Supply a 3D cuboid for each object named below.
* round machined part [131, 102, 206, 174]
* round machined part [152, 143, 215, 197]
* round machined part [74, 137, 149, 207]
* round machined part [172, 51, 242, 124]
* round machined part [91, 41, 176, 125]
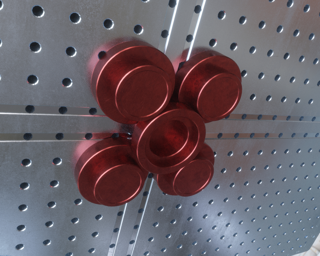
[{"bbox_3d":[0.008,0.009,0.410,0.099,0.042,0.097,-14,125,-21],"label":"round machined part"},{"bbox_3d":[0.041,0.063,0.463,0.099,0.042,0.097,-14,125,-21],"label":"round machined part"},{"bbox_3d":[-0.059,0.065,0.410,0.099,0.042,0.097,-14,125,-21],"label":"round machined part"},{"bbox_3d":[0.068,-0.048,0.409,0.099,0.042,0.097,-14,125,-21],"label":"round machined part"},{"bbox_3d":[-0.025,-0.046,0.358,0.099,0.042,0.097,-14,125,-21],"label":"round machined part"}]
